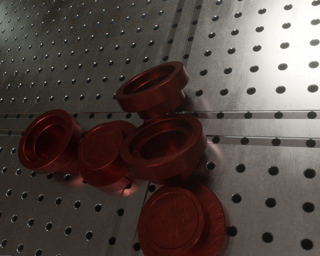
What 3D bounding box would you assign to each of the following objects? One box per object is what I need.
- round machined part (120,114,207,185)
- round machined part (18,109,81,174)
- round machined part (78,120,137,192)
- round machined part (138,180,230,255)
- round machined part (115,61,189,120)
[{"bbox_3d":[0.007,0.028,0.360,0.098,0.042,0.098,-16,29,10],"label":"round machined part"},{"bbox_3d":[-0.158,0.024,0.464,0.098,0.042,0.098,-13,56,20],"label":"round machined part"},{"bbox_3d":[-0.069,0.031,0.412,0.098,0.042,0.098,-13,56,20],"label":"round machined part"},{"bbox_3d":[0.020,0.101,0.324,0.098,0.042,0.098,-13,56,20],"label":"round machined part"},{"bbox_3d":[-0.006,-0.047,0.411,0.098,0.042,0.098,-22,24,11],"label":"round machined part"}]
